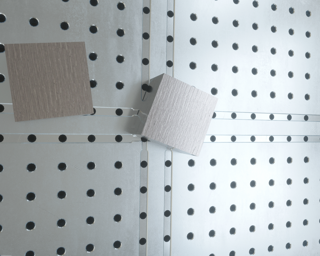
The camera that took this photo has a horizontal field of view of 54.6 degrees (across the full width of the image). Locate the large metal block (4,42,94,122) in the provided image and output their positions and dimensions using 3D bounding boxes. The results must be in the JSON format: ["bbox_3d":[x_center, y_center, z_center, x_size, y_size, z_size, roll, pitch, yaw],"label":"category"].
[{"bbox_3d":[-0.124,-0.051,0.353,0.081,0.050,0.080,-8,93,-20],"label":"large metal block"}]

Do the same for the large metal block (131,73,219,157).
[{"bbox_3d":[0.018,-0.015,0.406,0.080,0.050,0.080,22,83,-19],"label":"large metal block"}]
